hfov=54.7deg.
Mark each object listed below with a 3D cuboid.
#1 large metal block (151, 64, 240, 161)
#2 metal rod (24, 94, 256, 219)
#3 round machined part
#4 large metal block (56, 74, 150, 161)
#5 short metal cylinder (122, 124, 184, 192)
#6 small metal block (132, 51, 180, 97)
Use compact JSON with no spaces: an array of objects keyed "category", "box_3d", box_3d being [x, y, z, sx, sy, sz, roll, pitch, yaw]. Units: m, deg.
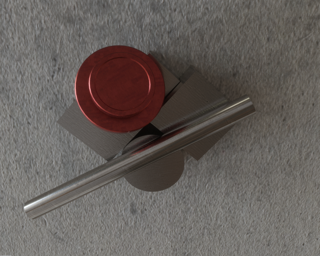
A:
[{"category":"large metal block","box_3d":[0.043,-0.020,0.391,0.080,0.050,0.080,40,105,-14]},{"category":"metal rod","box_3d":[-0.031,0.039,0.371,0.301,0.025,0.025,-26,108,9]},{"category":"round machined part","box_3d":[-0.042,-0.043,0.338,0.099,0.042,0.097,1,84,-12]},{"category":"large metal block","box_3d":[-0.066,-0.018,0.389,0.080,0.050,0.080,40,105,-14]},{"category":"short metal cylinder","box_3d":[-0.010,0.037,0.410,0.081,0.050,0.079,0,110,-1]},{"category":"small metal block","box_3d":[-0.011,-0.060,0.388,0.050,0.025,0.050,41,105,-14]}]
